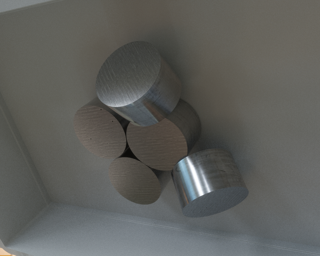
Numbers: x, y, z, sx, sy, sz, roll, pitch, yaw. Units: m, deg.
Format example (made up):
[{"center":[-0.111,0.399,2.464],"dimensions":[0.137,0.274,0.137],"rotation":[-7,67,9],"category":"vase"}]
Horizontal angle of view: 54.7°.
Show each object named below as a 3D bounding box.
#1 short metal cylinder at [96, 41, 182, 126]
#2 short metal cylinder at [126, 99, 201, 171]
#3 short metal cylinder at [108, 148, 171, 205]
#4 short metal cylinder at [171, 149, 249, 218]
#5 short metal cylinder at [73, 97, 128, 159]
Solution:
[{"center":[-0.023,-0.048,0.343],"dimensions":[0.080,0.080,0.050],"rotation":[-3,155,29],"category":"short metal cylinder"},{"center":[0.005,0.006,0.390],"dimensions":[0.080,0.050,0.079],"rotation":[13,124,20],"category":"short metal cylinder"},{"center":[-0.025,0.061,0.439],"dimensions":[0.080,0.050,0.079],"rotation":[13,124,20],"category":"short metal cylinder"},{"center":[0.059,0.068,0.374],"dimensions":[0.081,0.050,0.080],"rotation":[-12,145,-8],"category":"short metal cylinder"},{"center":[-0.069,-0.005,0.421],"dimensions":[0.080,0.050,0.079],"rotation":[13,124,20],"category":"short metal cylinder"}]
